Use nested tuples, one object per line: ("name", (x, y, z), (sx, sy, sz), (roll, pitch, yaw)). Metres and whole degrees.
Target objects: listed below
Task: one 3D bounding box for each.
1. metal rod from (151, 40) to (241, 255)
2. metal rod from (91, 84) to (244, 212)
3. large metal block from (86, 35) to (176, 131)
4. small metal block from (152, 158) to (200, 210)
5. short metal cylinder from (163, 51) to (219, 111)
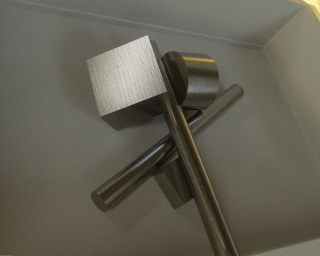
("metal rod", (0.029, 0.014, 0.379), (0.025, 0.025, 0.299), (-5, 63, -31))
("metal rod", (0.032, 0.008, 0.417), (0.025, 0.025, 0.302), (49, 51, 6))
("large metal block", (-0.035, -0.053, 0.378), (0.080, 0.050, 0.080), (-20, 67, 7))
("small metal block", (0.028, 0.064, 0.381), (0.050, 0.025, 0.050), (-24, 75, -37))
("short metal cylinder", (0.035, -0.063, 0.427), (0.050, 0.080, 0.080), (-4, 64, -32))
